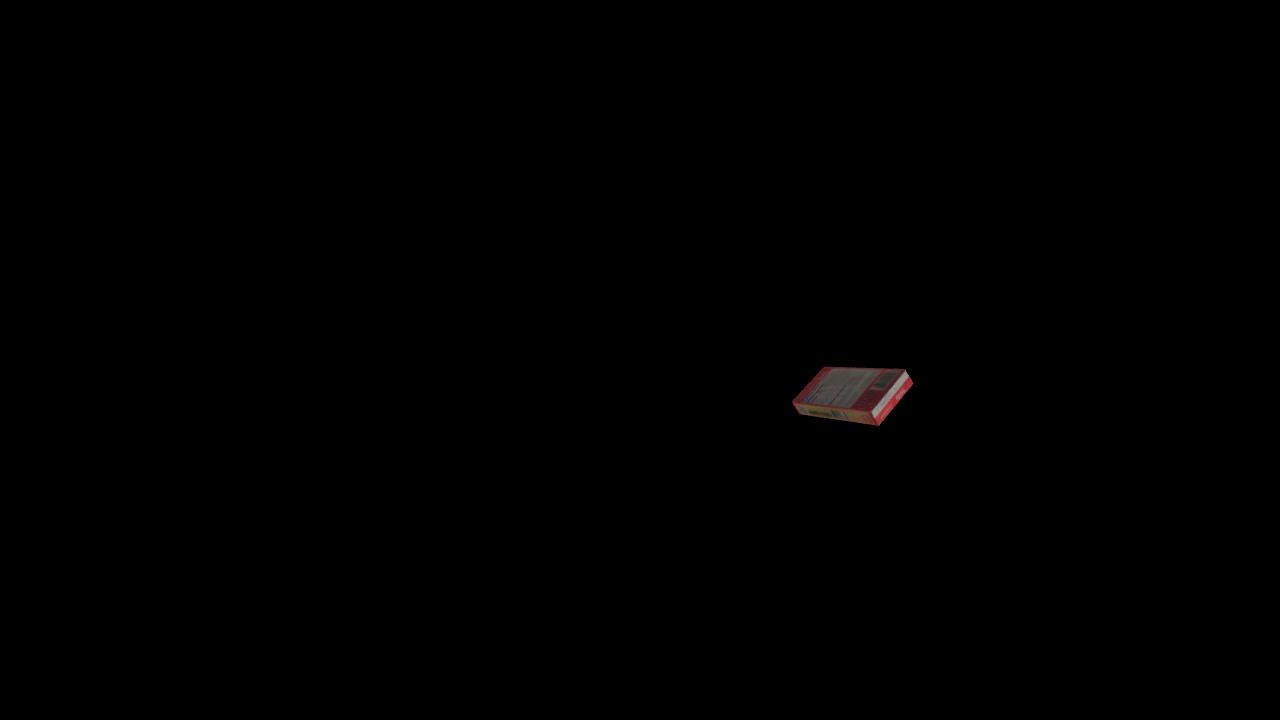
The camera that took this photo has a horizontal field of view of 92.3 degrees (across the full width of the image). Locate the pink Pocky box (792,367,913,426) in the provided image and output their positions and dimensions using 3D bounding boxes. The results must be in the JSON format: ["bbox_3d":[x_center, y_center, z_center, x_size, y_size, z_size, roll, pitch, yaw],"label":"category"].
[{"bbox_3d":[0.291,0.047,0.857,0.084,0.029,0.155,-43,18,-19],"label":"pink Pocky box"}]
